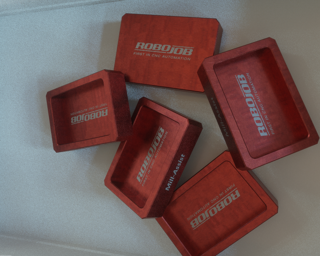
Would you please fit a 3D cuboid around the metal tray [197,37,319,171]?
[{"bbox_3d":[0.108,-0.027,0.349,0.091,0.030,0.129,-20,83,-9],"label":"metal tray"}]

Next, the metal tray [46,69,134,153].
[{"bbox_3d":[-0.100,-0.019,0.422,0.130,0.030,0.089,-12,86,36],"label":"metal tray"}]

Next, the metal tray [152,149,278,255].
[{"bbox_3d":[0.066,0.099,0.384,0.130,0.030,0.090,-41,77,15],"label":"metal tray"}]

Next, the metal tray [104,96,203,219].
[{"bbox_3d":[-0.012,0.035,0.391,0.090,0.030,0.129,29,98,41],"label":"metal tray"}]

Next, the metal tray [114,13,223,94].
[{"bbox_3d":[0.008,-0.097,0.404,0.130,0.030,0.089,11,93,19],"label":"metal tray"}]
